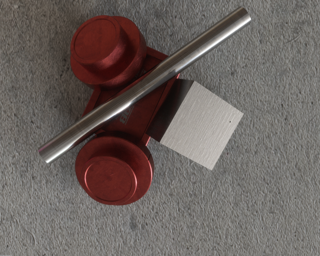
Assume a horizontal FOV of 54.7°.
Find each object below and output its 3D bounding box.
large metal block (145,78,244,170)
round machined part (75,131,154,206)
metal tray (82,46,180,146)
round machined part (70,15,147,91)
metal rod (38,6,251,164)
[{"bbox_3d":[0.042,-0.005,0.385,0.080,0.050,0.080,29,89,-25],"label":"large metal block"},{"bbox_3d":[-0.058,0.056,0.385,0.099,0.042,0.097,2,111,6],"label":"round machined part"},{"bbox_3d":[-0.037,-0.043,0.408,0.090,0.030,0.129,25,90,0],"label":"metal tray"},{"bbox_3d":[-0.070,-0.098,0.382,0.098,0.042,0.098,-7,68,19],"label":"round machined part"},{"bbox_3d":[-0.018,-0.053,0.382,0.301,0.025,0.025,-35,90,0],"label":"metal rod"}]
